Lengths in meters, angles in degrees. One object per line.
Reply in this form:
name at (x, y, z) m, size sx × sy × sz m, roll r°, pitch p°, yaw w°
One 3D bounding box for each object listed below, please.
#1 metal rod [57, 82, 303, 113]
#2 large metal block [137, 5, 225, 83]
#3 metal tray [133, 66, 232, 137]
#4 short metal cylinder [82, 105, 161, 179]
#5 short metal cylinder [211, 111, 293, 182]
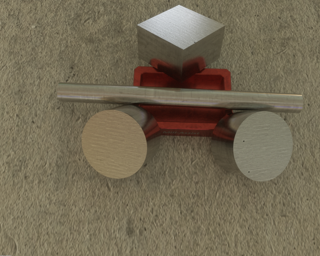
metal rod at (0.024, -0.038, 0.392) m, size 0.302 × 0.025 × 0.025 m, roll 3°, pitch 70°, yaw 1°
large metal block at (0.027, -0.115, 0.415) m, size 0.080 × 0.050 × 0.080 m, roll 36°, pitch 56°, yaw 28°
metal tray at (0.029, -0.036, 0.420) m, size 0.131 × 0.030 × 0.090 m, roll 2°, pitch 70°, yaw 0°
short metal cylinder at (-0.045, 0.014, 0.371) m, size 0.080 × 0.050 × 0.079 m, roll 3°, pitch 102°, yaw 17°
short metal cylinder at (0.109, 0.020, 0.372) m, size 0.081 × 0.050 × 0.079 m, roll -1°, pitch 93°, yaw -19°
